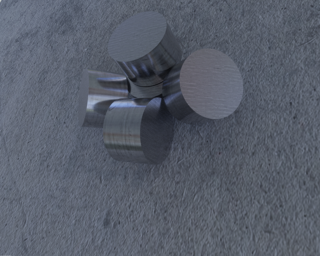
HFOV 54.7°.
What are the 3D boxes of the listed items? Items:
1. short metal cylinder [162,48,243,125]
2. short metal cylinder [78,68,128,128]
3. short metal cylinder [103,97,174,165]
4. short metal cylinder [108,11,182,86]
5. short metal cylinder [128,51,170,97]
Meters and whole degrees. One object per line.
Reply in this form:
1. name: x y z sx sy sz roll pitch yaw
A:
1. short metal cylinder: 0.049 -0.046 0.364 0.080 0.080 0.050 -62 16 -16
2. short metal cylinder: -0.081 -0.039 0.428 0.080 0.050 0.079 -174 90 -67
3. short metal cylinder: -0.024 0.003 0.378 0.050 0.080 0.080 2 63 29
4. short metal cylinder: -0.018 -0.100 0.394 0.080 0.050 0.080 -13 56 20
5. short metal cylinder: 0.001 -0.060 0.425 0.080 0.050 0.080 -13 56 20
